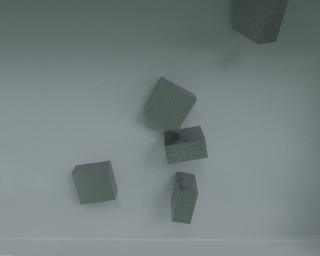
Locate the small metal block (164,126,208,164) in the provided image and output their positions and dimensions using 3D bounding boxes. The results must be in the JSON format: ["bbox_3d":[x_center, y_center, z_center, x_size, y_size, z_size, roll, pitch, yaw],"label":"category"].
[{"bbox_3d":[0.033,0.021,0.406,0.050,0.050,0.025,-9,110,3],"label":"small metal block"}]

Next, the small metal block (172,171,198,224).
[{"bbox_3d":[0.033,0.097,0.434,0.025,0.050,0.050,10,110,-4],"label":"small metal block"}]

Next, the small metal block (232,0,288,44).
[{"bbox_3d":[0.109,-0.127,0.342,0.025,0.050,0.050,-13,131,-20],"label":"small metal block"}]

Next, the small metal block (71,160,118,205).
[{"bbox_3d":[-0.091,0.077,0.439,0.050,0.025,0.050,-9,110,3],"label":"small metal block"}]

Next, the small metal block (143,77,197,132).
[{"bbox_3d":[0.012,-0.031,0.400,0.050,0.025,0.050,27,108,-10],"label":"small metal block"}]
